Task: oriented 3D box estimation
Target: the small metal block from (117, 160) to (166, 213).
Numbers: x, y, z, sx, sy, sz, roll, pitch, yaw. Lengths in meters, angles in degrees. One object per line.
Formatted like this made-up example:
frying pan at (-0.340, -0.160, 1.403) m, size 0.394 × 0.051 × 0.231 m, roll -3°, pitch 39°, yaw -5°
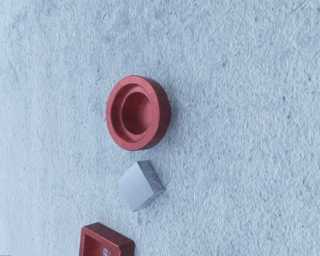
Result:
small metal block at (-0.027, 0.080, 0.427) m, size 0.050 × 0.025 × 0.050 m, roll -46°, pitch 63°, yaw 30°

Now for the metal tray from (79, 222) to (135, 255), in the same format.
metal tray at (-0.086, 0.222, 0.472) m, size 0.090 × 0.030 × 0.129 m, roll 11°, pitch 97°, yaw 39°

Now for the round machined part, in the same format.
round machined part at (-0.024, -0.019, 0.414) m, size 0.098 × 0.042 × 0.097 m, roll 0°, pitch 90°, yaw 40°
